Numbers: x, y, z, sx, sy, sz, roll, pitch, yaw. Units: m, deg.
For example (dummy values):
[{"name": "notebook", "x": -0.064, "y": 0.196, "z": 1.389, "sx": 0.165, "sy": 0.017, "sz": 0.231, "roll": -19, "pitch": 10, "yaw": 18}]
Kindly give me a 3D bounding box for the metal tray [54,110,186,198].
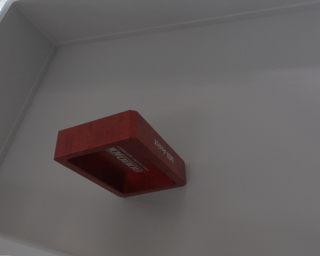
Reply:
[{"name": "metal tray", "x": -0.036, "y": 0.036, "z": 0.336, "sx": 0.090, "sy": 0.130, "sz": 0.030, "roll": -15, "pitch": 56, "yaw": 20}]
